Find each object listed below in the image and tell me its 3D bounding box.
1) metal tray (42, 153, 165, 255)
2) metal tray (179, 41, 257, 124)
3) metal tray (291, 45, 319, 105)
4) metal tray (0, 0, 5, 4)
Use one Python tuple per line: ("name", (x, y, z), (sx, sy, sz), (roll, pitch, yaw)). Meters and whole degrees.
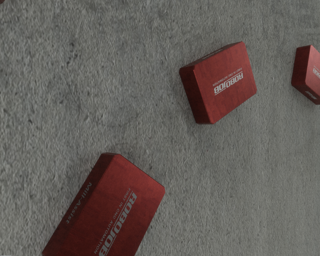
("metal tray", (-0.057, 0.105, 0.353), (0.090, 0.030, 0.130), (42, 64, -32))
("metal tray", (0.095, -0.072, 0.480), (0.131, 0.030, 0.090), (-32, 110, -35))
("metal tray", (0.342, -0.114, 0.687), (0.131, 0.030, 0.090), (22, 76, -38))
("metal tray", (-0.179, -0.175, 0.250), (0.131, 0.030, 0.090), (22, 76, -38))
